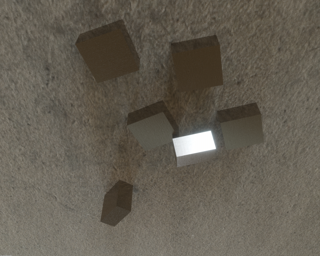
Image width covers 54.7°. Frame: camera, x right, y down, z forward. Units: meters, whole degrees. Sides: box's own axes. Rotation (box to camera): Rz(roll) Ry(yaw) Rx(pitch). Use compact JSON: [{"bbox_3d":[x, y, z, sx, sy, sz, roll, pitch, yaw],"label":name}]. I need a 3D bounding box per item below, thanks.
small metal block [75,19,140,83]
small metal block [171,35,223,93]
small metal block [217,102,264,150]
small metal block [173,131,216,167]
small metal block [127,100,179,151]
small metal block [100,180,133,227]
[{"bbox_3d":[-0.055,-0.082,0.336,0.050,0.025,0.050,-15,129,12],"label":"small metal block"},{"bbox_3d":[0.042,-0.071,0.347,0.050,0.025,0.050,-9,130,7],"label":"small metal block"},{"bbox_3d":[0.106,-0.002,0.408,0.050,0.025,0.050,-13,129,10],"label":"small metal block"},{"bbox_3d":[0.045,0.029,0.415,0.050,0.025,0.050,-12,157,-1],"label":"small metal block"},{"bbox_3d":[-0.008,-0.002,0.405,0.050,0.025,0.050,-20,128,16],"label":"small metal block"},{"bbox_3d":[-0.068,0.119,0.492,0.025,0.050,0.050,28,125,-22],"label":"small metal block"}]
